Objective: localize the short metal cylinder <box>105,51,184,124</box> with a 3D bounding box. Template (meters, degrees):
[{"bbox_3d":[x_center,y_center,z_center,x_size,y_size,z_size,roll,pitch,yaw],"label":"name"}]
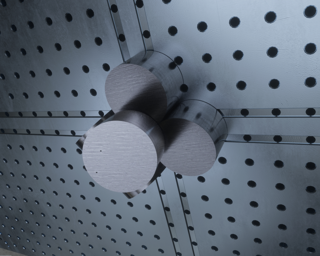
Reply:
[{"bbox_3d":[-0.018,-0.047,0.373,0.080,0.050,0.079,13,124,20],"label":"short metal cylinder"}]

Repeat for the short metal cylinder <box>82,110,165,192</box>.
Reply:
[{"bbox_3d":[-0.038,0.024,0.345,0.080,0.050,0.079,2,106,9],"label":"short metal cylinder"}]

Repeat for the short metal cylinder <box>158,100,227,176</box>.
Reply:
[{"bbox_3d":[0.037,0.012,0.381,0.080,0.050,0.079,13,124,20],"label":"short metal cylinder"}]

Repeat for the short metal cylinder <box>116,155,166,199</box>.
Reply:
[{"bbox_3d":[-0.032,0.049,0.421,0.050,0.080,0.080,47,129,-5],"label":"short metal cylinder"}]

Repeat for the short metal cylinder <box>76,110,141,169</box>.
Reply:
[{"bbox_3d":[-0.065,0.012,0.415,0.050,0.080,0.080,47,129,-5],"label":"short metal cylinder"}]
